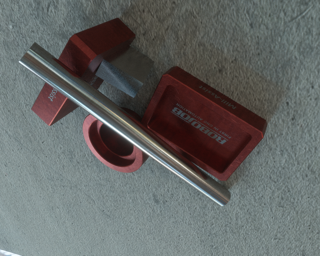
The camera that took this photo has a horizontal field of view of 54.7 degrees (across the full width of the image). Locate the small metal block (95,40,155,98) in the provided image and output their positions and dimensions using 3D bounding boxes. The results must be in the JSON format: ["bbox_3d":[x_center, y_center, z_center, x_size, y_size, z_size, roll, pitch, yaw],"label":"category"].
[{"bbox_3d":[-0.039,-0.070,0.362,0.050,0.050,0.025,31,132,-10],"label":"small metal block"}]

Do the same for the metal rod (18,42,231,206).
[{"bbox_3d":[-0.019,0.013,0.356,0.301,0.025,0.025,38,133,-27],"label":"metal rod"}]

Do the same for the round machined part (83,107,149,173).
[{"bbox_3d":[-0.054,0.010,0.426,0.098,0.042,0.097,18,131,23],"label":"round machined part"}]

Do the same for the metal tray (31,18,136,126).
[{"bbox_3d":[-0.092,-0.066,0.371,0.030,0.090,0.129,45,129,-3],"label":"metal tray"}]

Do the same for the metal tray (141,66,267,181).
[{"bbox_3d":[0.048,-0.004,0.376,0.130,0.030,0.089,33,129,6],"label":"metal tray"}]
